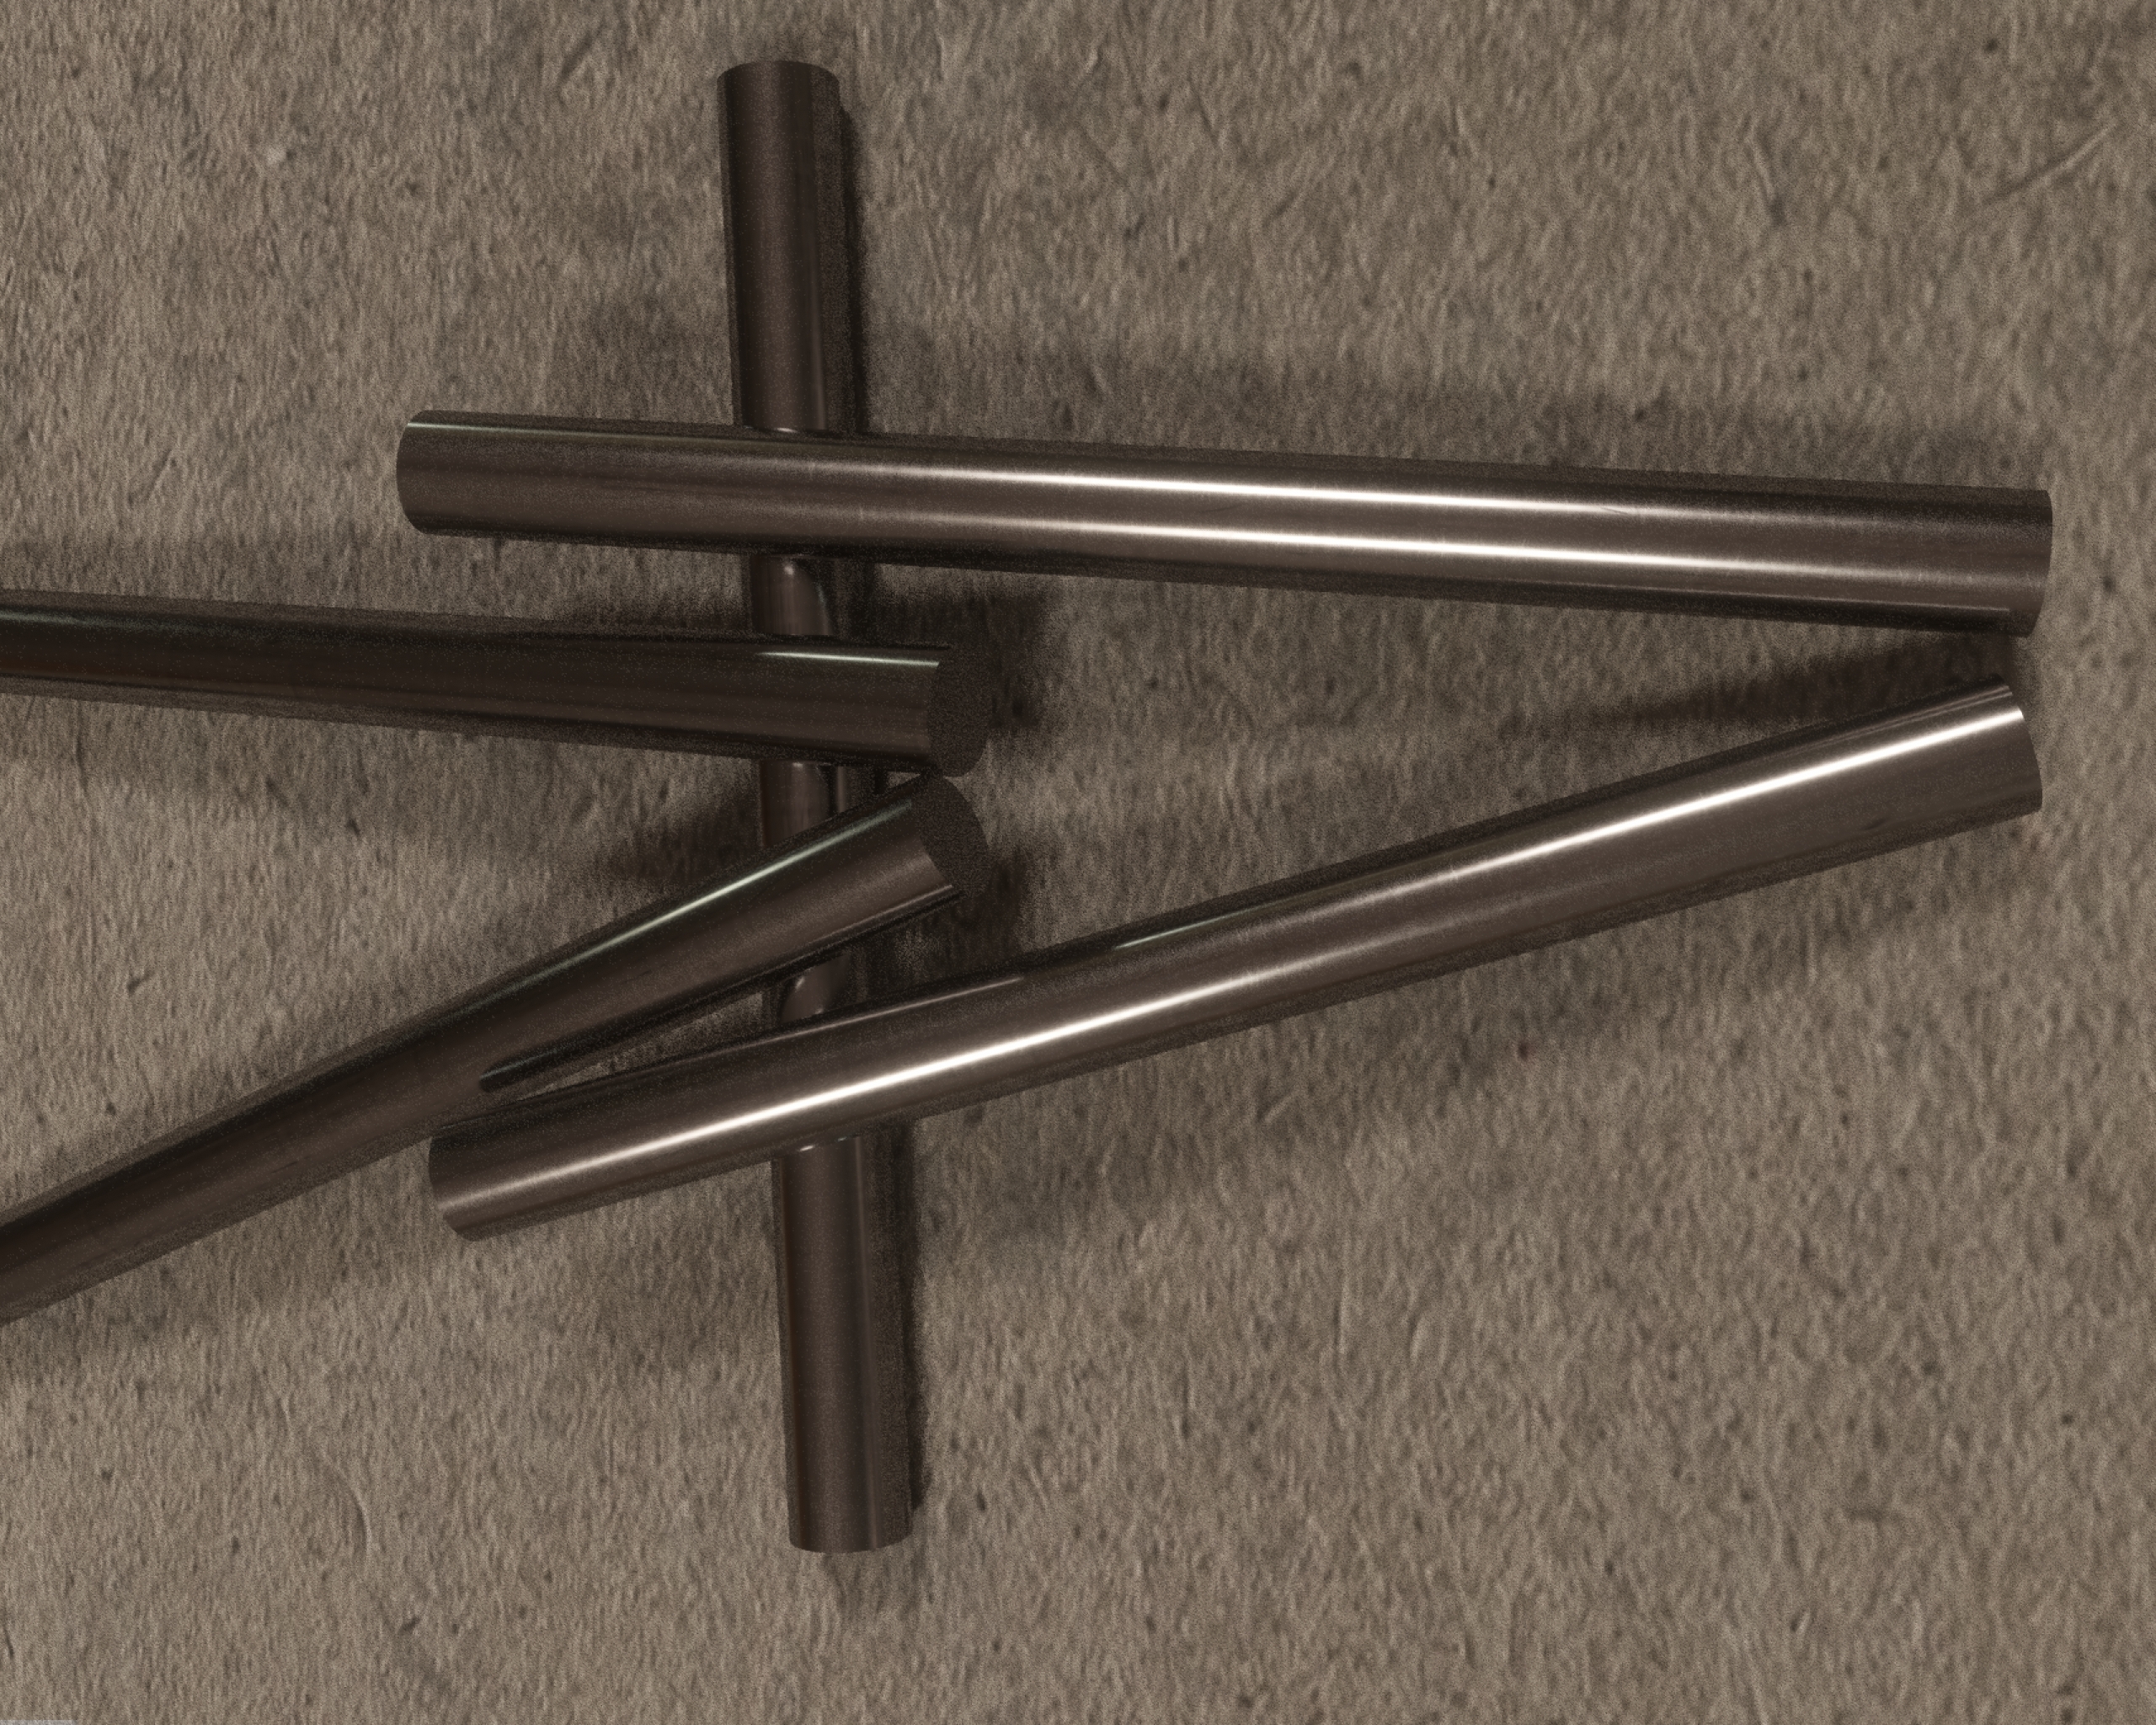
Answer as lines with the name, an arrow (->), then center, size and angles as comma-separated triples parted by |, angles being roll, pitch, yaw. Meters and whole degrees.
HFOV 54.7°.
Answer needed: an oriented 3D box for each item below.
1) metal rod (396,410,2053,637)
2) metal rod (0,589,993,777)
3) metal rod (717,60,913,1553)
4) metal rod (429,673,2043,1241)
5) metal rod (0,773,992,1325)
metal rod -> 0.016, -0.065, 0.387 | 0.301, 0.025, 0.025 | 5, 92, 13
metal rod -> -0.158, -0.042, 0.449 | 0.301, 0.025, 0.025 | 6, 92, 25
metal rod -> -0.054, -0.012, 0.428 | 0.025, 0.025, 0.298 | -3, 89, 19
metal rod -> 0.018, 0.022, 0.386 | 0.301, 0.025, 0.025 | -17, 85, 12
metal rod -> -0.149, 0.050, 0.446 | 0.300, 0.025, 0.025 | -24, 82, 23
